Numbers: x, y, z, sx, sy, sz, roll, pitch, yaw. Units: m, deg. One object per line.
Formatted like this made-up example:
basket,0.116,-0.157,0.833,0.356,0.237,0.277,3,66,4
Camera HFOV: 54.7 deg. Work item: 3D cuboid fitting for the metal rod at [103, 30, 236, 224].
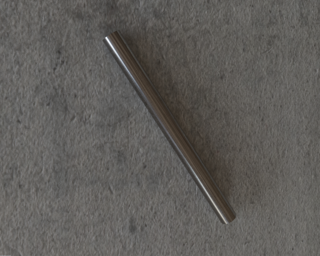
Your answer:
metal rod,0.019,0.007,0.417,0.025,0.025,0.299,-37,102,-17
